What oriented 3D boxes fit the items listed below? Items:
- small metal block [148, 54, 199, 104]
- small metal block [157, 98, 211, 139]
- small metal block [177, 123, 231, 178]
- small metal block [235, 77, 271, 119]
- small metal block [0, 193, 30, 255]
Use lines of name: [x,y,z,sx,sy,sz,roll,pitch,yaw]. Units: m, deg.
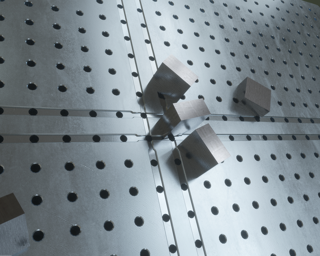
small metal block: [0.018,-0.068,0.443,0.050,0.050,0.025,40,51,-1]
small metal block: [0.031,-0.013,0.416,0.050,0.050,0.025,-13,68,-33]
small metal block: [0.056,0.030,0.403,0.025,0.050,0.050,-24,75,-36]
small metal block: [0.158,-0.051,0.524,0.050,0.025,0.050,27,52,-11]
small metal block: [-0.141,0.089,0.258,0.050,0.050,0.025,-22,49,-36]
